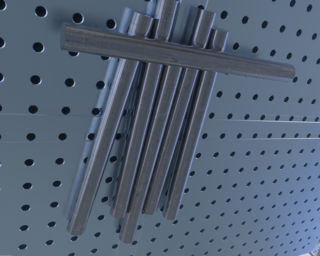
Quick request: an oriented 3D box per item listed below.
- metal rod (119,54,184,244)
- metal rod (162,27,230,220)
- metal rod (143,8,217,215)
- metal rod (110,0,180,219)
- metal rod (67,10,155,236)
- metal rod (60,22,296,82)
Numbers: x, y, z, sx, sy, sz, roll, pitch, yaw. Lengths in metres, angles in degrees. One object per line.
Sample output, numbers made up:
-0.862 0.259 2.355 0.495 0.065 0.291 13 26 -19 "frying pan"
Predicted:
-0.017 0.042 0.427 0.025 0.025 0.298 1 118 -29 "metal rod"
0.044 0.011 0.442 0.025 0.025 0.298 -2 120 -27 "metal rod"
0.018 -0.005 0.419 0.025 0.025 0.298 1 118 -29 "metal rod"
-0.026 -0.007 0.392 0.025 0.025 0.298 1 118 -29 "metal rod"
-0.067 0.011 0.379 0.025 0.025 0.298 7 115 -32 "metal rod"
0.044 -0.079 0.353 0.302 0.025 0.025 2 118 -29 "metal rod"
